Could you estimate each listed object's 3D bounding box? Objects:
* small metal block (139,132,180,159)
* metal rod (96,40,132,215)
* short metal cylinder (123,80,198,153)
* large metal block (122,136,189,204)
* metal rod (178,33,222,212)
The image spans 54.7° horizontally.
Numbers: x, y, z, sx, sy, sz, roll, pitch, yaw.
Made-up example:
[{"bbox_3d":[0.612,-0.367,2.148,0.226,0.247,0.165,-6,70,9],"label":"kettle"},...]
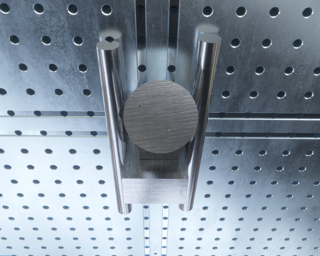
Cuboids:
[{"bbox_3d":[-0.001,0.014,0.407,0.050,0.050,0.025,1,130,-2],"label":"small metal block"},{"bbox_3d":[-0.058,0.024,0.431,0.025,0.025,0.298,0,130,-1],"label":"metal rod"},{"bbox_3d":[0.001,-0.011,0.358,0.081,0.050,0.080,0,86,-1],"label":"short metal cylinder"},{"bbox_3d":[-0.006,0.054,0.418,0.081,0.080,0.050,1,130,-1],"label":"large metal block"},{"bbox_3d":[0.048,0.017,0.427,0.025,0.025,0.298,1,130,-1],"label":"metal rod"}]
